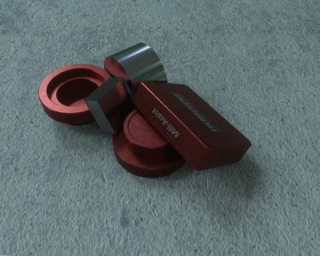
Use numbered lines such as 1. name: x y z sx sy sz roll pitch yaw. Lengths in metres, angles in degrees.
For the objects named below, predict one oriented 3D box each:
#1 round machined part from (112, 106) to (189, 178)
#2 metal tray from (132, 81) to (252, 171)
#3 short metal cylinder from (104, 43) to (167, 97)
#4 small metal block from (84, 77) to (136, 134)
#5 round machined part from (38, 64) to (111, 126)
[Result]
1. round machined part: -0.010 0.010 0.385 0.099 0.042 0.098 0 50 0
2. metal tray: 0.037 -0.008 0.380 0.091 0.030 0.130 -4 41 -46
3. short metal cylinder: -0.034 -0.071 0.429 0.050 0.080 0.080 -31 57 -23
4. small metal block: -0.059 -0.029 0.389 0.025 0.050 0.050 9 45 39
5. round machined part: -0.111 -0.041 0.427 0.099 0.042 0.098 0 50 0
